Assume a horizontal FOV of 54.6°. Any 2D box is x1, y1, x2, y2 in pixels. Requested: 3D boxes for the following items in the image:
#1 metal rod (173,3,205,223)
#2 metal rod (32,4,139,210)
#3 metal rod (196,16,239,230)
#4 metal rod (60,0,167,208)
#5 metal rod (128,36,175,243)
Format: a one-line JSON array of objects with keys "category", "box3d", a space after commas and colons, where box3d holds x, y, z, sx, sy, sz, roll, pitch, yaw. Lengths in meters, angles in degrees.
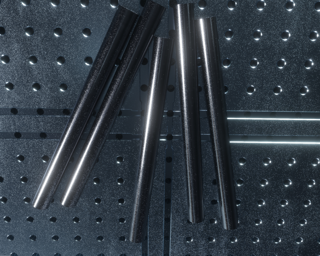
[{"category": "metal rod", "box3d": [0.041, -0.005, 0.412, 0.025, 0.025, 0.298, -5, 110, 2]}, {"category": "metal rod", "box3d": [-0.105, -0.014, 0.407, 0.025, 0.025, 0.298, 26, 108, -9]}, {"category": "metal rod", "box3d": [0.080, 0.008, 0.417, 0.025, 0.025, 0.298, -9, 110, 3]}, {"category": "metal rod", "box3d": [-0.068, -0.019, 0.406, 0.025, 0.025, 0.298, 24, 108, -9]}, {"category": "metal rod", "box3d": [-0.015, 0.029, 0.424, 0.025, 0.025, 0.298, 7, 110, -3]}]
